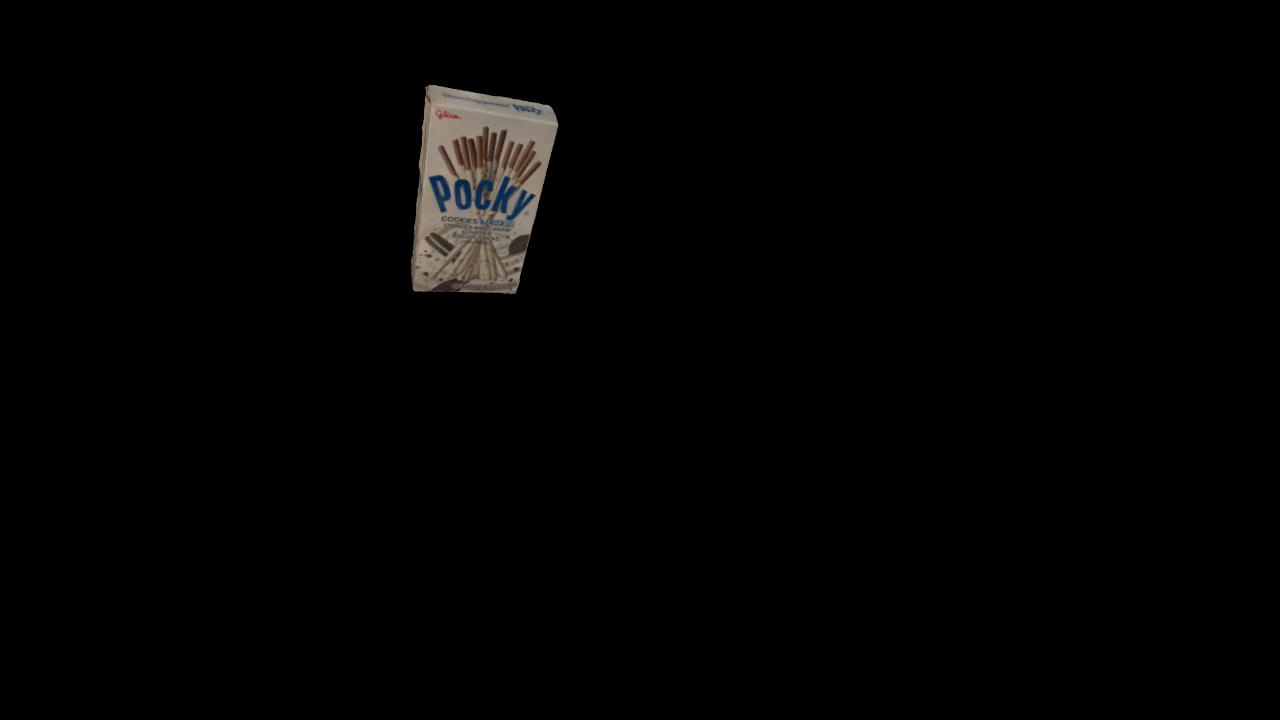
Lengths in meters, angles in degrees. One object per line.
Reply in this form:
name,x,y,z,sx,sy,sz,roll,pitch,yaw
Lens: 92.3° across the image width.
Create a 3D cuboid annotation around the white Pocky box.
white Pocky box,-0.116,-0.112,0.442,0.084,0.028,0.154,-1,-41,-26
